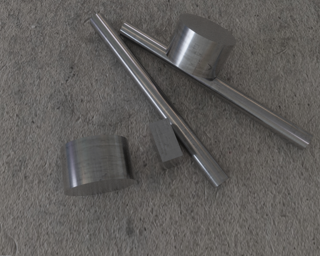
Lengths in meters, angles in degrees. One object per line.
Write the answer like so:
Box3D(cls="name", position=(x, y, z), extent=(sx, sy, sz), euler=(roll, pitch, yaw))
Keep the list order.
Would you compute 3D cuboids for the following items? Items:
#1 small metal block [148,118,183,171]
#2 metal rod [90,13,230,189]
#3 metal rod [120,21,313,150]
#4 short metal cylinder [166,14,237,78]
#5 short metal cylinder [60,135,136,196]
Box3D(cls="small metal block", position=(0.006, 0.022, 0.387), extent=(0.025, 0.050, 0.050), euler=(-19, 71, -7))
Box3D(cls="metal rod", position=(-0.009, -0.047, 0.425), extent=(0.025, 0.025, 0.299), euler=(-33, 74, -11))
Box3D(cls="metal rod", position=(0.070, -0.064, 0.432), extent=(0.300, 0.025, 0.025), euler=(34, 74, 11))
Box3D(cls="short metal cylinder", position=(0.054, -0.110, 0.415), extent=(0.081, 0.050, 0.080), euler=(17, 37, -13))
Box3D(cls="short metal cylinder", position=(-0.073, 0.045, 0.362), extent=(0.081, 0.080, 0.050), euler=(-11, 71, -4))
